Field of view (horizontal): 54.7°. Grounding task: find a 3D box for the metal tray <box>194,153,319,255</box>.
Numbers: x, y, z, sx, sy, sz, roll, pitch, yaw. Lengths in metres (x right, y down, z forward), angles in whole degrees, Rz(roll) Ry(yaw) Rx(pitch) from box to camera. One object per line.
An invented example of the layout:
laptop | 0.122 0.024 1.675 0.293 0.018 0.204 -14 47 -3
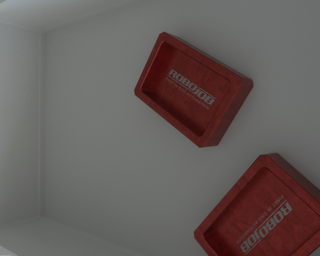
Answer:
metal tray | 0.104 0.101 0.316 0.090 0.030 0.129 47 118 29

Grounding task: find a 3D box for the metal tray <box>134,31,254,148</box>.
metal tray | 0.034 -0.048 0.374 0.130 0.030 0.089 40 114 32
